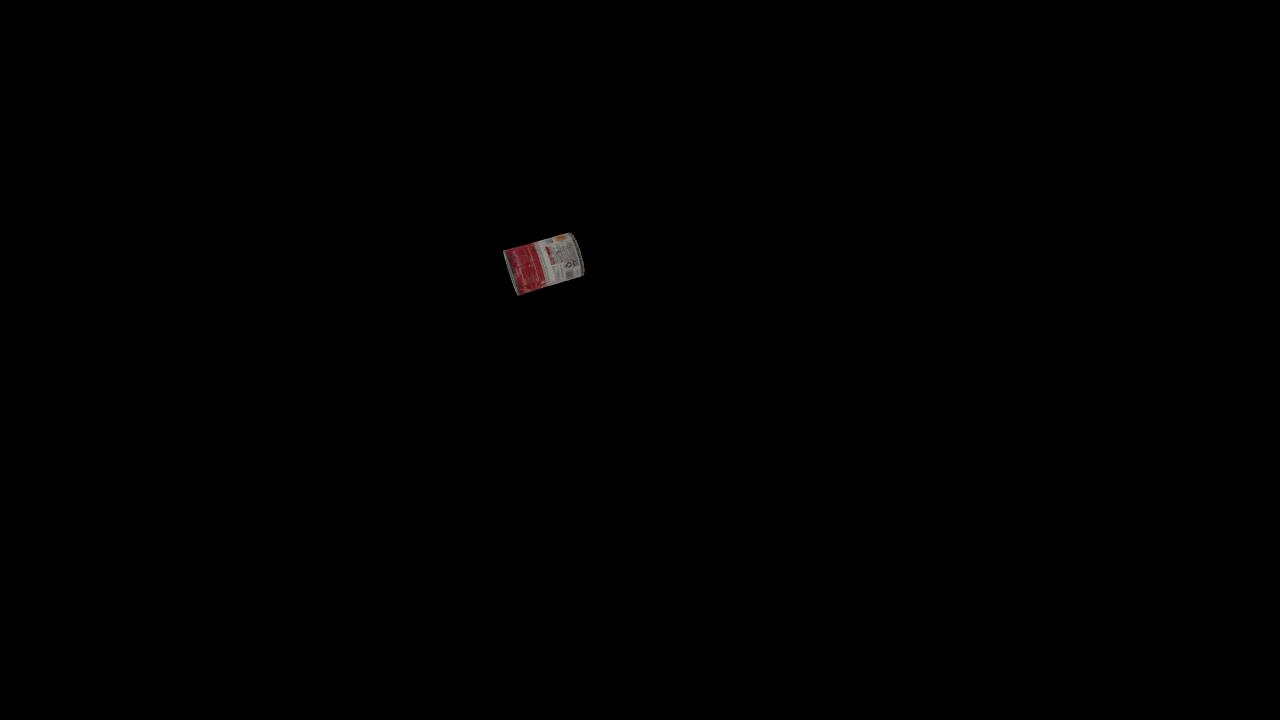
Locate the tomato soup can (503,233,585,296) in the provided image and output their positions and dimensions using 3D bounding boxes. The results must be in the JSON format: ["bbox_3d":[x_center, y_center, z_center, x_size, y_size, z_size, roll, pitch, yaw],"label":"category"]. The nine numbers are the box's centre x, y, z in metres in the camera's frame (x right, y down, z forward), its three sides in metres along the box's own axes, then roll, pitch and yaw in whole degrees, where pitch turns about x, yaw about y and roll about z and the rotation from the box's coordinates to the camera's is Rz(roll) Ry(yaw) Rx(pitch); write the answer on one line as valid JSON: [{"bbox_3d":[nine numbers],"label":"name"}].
[{"bbox_3d":[-0.138,-0.139,0.885,0.101,0.068,0.068,-19,4,-12],"label":"tomato soup can"}]
